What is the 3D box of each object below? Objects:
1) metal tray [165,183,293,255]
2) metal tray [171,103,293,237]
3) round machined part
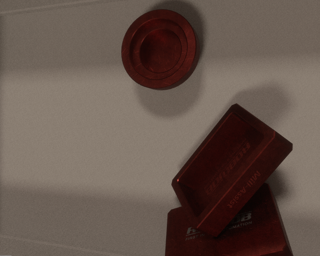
[{"bbox_3d":[0.071,0.120,0.350,0.130,0.090,0.030,-21,120,18],"label":"metal tray"},{"bbox_3d":[0.073,0.044,0.350,0.030,0.090,0.130,32,102,-25],"label":"metal tray"},{"bbox_3d":[0.004,-0.097,0.399,0.098,0.042,0.097,0,90,19],"label":"round machined part"}]
